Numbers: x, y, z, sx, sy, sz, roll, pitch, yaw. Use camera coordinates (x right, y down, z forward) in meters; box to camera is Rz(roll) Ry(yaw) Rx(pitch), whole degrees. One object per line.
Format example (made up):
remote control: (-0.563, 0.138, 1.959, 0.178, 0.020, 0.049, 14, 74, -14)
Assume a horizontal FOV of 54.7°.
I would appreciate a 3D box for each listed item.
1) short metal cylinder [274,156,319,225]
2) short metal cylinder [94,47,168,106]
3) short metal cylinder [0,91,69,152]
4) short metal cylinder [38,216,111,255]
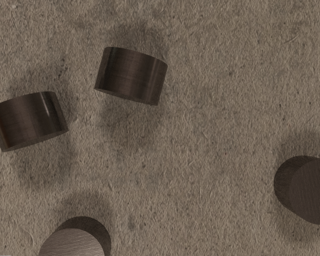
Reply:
short metal cylinder: (0.196, 0.078, 0.400, 0.081, 0.050, 0.079, 0, 90, -1)
short metal cylinder: (-0.035, -0.062, 0.382, 0.080, 0.080, 0.050, 14, 90, -1)
short metal cylinder: (-0.160, -0.007, 0.380, 0.080, 0.080, 0.050, -20, 90, 0)
short metal cylinder: (-0.106, 0.160, 0.396, 0.081, 0.050, 0.079, 0, 90, -1)
